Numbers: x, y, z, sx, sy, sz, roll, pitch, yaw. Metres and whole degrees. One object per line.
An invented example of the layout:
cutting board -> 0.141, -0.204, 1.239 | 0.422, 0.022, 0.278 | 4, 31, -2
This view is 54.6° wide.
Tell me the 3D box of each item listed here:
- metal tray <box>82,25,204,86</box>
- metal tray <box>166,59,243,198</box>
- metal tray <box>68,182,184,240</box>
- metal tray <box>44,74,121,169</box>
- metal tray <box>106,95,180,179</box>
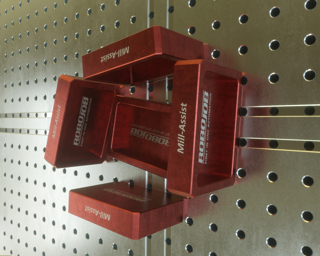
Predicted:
metal tray -> -0.022, -0.083, 0.386 | 0.130, 0.091, 0.030 | -8, 85, 40
metal tray -> 0.050, 0.000, 0.326 | 0.030, 0.091, 0.129 | 6, 94, 40
metal tray -> -0.046, 0.102, 0.406 | 0.130, 0.091, 0.030 | 5, 94, 40
metal tray -> -0.114, -0.008, 0.462 | 0.030, 0.091, 0.129 | 23, 105, 38
metal tray -> -0.014, 0.009, 0.418 | 0.130, 0.030, 0.089 | 15, 99, 39
